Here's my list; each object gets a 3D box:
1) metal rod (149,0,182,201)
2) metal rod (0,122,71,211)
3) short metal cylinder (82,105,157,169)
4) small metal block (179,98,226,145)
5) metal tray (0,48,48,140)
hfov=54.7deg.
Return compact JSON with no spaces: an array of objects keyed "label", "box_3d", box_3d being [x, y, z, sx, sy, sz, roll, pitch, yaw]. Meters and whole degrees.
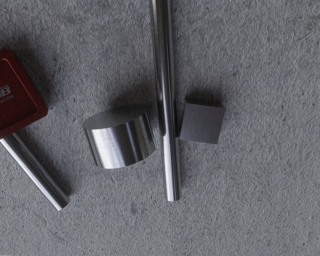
[{"label":"metal rod","box_3d":[0.008,-0.041,0.394,0.025,0.025,0.298,-4,110,1]},{"label":"metal rod","box_3d":[-0.215,-0.010,0.403,0.025,0.025,0.299,-29,108,10]},{"label":"short metal cylinder","box_3d":[-0.049,0.008,0.383,0.080,0.080,0.050,-12,110,4]},{"label":"small metal block","box_3d":[0.054,-0.009,0.407,0.050,0.025,0.050,8,110,-4]},{"label":"metal tray","box_3d":[-0.215,-0.027,0.369,0.131,0.030,0.090,-30,107,-11]}]
